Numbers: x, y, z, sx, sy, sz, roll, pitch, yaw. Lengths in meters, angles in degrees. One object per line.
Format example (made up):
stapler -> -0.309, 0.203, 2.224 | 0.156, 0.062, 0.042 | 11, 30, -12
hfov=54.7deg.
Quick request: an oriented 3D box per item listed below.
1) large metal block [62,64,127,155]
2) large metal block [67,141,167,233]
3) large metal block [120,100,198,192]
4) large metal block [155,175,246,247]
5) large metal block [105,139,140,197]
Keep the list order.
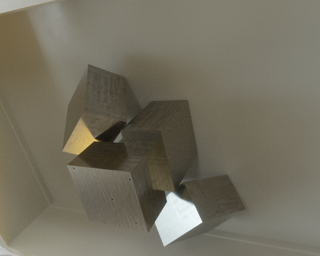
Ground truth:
large metal block -> -0.083, -0.019, 0.394 | 0.050, 0.080, 0.080 | 17, 134, -26
large metal block -> -0.046, 0.064, 0.350 | 0.080, 0.050, 0.080 | 2, 119, 27
large metal block -> 0.003, 0.019, 0.380 | 0.050, 0.080, 0.080 | 1, 119, 27
large metal block -> 0.048, 0.106, 0.402 | 0.080, 0.081, 0.050 | -48, 55, 39
large metal block -> -0.032, 0.061, 0.426 | 0.050, 0.080, 0.080 | 1, 119, 27
